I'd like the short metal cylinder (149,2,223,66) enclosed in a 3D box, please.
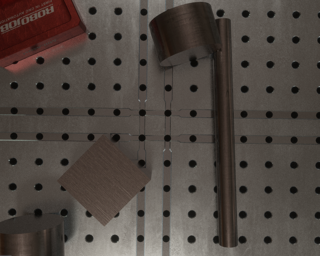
[{"bbox_3d":[0.032,-0.114,0.386,0.080,0.080,0.050,-16,90,0],"label":"short metal cylinder"}]

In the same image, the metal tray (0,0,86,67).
[{"bbox_3d":[-0.177,-0.148,0.408,0.131,0.030,0.090,-24,90,-1],"label":"metal tray"}]

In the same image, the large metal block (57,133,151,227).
[{"bbox_3d":[-0.068,0.063,0.400,0.080,0.050,0.080,45,90,-1],"label":"large metal block"}]

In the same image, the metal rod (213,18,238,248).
[{"bbox_3d":[0.087,0.006,0.414,0.025,0.025,0.298,-2,90,-1],"label":"metal rod"}]

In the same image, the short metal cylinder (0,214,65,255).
[{"bbox_3d":[-0.161,0.142,0.384,0.081,0.080,0.050,-1,90,-1],"label":"short metal cylinder"}]
